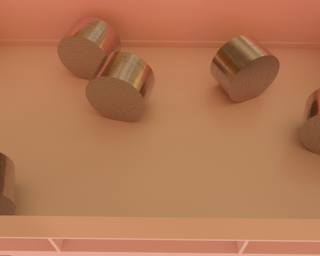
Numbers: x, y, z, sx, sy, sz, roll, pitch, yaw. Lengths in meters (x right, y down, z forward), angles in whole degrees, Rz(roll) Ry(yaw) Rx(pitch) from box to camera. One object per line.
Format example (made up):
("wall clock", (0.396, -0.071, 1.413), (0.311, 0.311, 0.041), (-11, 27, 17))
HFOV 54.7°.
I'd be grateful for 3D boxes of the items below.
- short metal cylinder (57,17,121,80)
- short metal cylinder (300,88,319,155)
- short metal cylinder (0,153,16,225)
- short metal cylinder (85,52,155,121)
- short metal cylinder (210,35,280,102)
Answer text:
("short metal cylinder", (-0.105, -0.119, 0.468), (0.080, 0.080, 0.050), (11, 51, 9))
("short metal cylinder", (0.217, -0.007, 0.377), (0.080, 0.080, 0.050), (18, 53, 15))
("short metal cylinder", (-0.191, 0.064, 0.314), (0.081, 0.080, 0.050), (-13, 52, -11))
("short metal cylinder", (-0.052, -0.054, 0.414), (0.080, 0.080, 0.050), (10, 51, 8))
("short metal cylinder", (0.120, -0.083, 0.440), (0.081, 0.080, 0.050), (-19, 53, -15))
